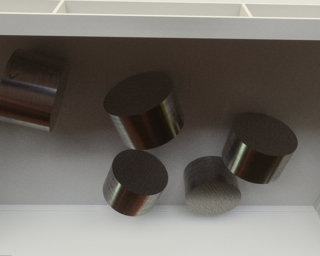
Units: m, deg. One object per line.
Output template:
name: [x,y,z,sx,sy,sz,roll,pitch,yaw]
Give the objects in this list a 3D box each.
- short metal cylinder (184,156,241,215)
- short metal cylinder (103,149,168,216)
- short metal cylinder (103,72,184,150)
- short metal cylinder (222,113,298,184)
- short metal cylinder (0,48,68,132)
short metal cylinder: [0.077,0.088,0.469,0.081,0.050,0.079,0,130,0]
short metal cylinder: [-0.035,0.076,0.438,0.081,0.080,0.050,16,128,-14]
short metal cylinder: [-0.017,-0.021,0.355,0.080,0.080,0.050,-13,129,10]
short metal cylinder: [0.125,0.024,0.396,0.081,0.080,0.050,6,130,-6]
short metal cylinder: [-0.135,-0.040,0.337,0.050,0.080,0.079,14,129,-12]
